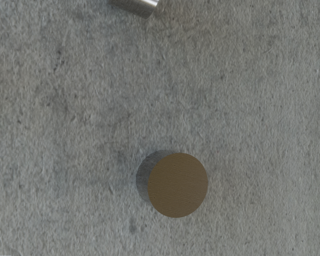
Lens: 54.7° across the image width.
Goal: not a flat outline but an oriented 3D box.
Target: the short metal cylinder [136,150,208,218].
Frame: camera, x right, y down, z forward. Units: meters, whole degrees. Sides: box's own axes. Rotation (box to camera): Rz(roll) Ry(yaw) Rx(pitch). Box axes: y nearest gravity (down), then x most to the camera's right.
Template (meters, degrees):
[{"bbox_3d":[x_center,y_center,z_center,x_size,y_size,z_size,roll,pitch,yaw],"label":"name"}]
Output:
[{"bbox_3d":[0.014,0.070,0.402,0.081,0.050,0.079,0,90,-21],"label":"short metal cylinder"}]

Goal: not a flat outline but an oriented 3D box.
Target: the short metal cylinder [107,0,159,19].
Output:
[{"bbox_3d":[-0.027,-0.179,0.370,0.050,0.080,0.080,16,85,-20],"label":"short metal cylinder"}]
